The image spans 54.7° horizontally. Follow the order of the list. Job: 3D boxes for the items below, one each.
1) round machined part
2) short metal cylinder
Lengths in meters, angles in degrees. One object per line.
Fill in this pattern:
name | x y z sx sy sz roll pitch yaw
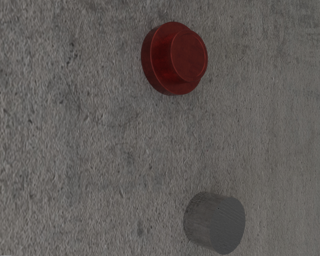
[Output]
round machined part | 0.026 -0.094 0.415 0.099 0.042 0.097 0 90 -40
short metal cylinder | 0.081 0.138 0.456 0.081 0.050 0.080 0 90 -40
